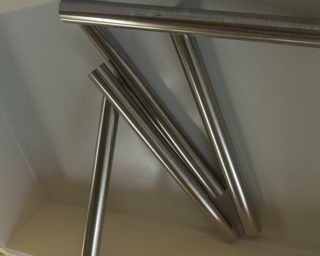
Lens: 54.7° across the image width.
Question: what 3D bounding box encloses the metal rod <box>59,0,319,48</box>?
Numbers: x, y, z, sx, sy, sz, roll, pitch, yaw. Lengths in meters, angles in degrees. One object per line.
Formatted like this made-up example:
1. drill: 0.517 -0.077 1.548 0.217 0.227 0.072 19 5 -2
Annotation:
1. metal rod: 0.044 -0.100 0.296 0.301 0.025 0.025 10 123 13

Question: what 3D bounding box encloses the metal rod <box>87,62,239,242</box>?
1. metal rod: 0.014 0.042 0.408 0.025 0.025 0.300 -27 110 37

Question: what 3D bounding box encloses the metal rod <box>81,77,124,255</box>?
1. metal rod: -0.082 0.079 0.421 0.025 0.025 0.298 13 99 21

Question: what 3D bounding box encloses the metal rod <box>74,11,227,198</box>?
1. metal rod: -0.011 -0.031 0.393 0.025 0.025 0.300 -30 102 37

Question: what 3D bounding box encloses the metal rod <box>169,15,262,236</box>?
1. metal rod: 0.072 0.010 0.376 0.025 0.025 0.299 -10 114 32
